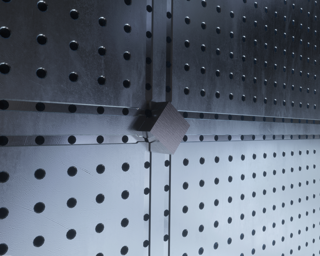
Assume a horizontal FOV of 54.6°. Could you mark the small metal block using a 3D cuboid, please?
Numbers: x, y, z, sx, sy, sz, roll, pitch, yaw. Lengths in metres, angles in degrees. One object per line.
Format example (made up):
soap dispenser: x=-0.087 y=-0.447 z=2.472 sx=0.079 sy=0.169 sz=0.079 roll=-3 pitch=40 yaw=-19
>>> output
small metal block: x=0.007 y=0.000 z=0.414 sx=0.050 sy=0.025 sz=0.050 roll=46 pitch=63 yaw=-31
